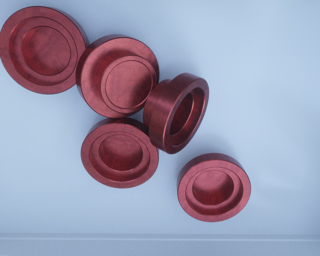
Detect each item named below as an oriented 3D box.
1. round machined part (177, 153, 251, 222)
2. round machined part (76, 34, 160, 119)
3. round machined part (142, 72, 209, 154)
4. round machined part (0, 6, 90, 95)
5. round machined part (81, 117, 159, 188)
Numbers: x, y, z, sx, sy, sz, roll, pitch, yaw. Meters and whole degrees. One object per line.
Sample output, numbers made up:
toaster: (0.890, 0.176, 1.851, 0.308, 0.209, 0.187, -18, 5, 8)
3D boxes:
round machined part: (0.072, 0.079, 0.432, 0.099, 0.042, 0.097, 0, 110, -1)
round machined part: (-0.043, -0.056, 0.359, 0.099, 0.042, 0.097, -14, 120, -25)
round machined part: (0.016, -0.021, 0.375, 0.042, 0.099, 0.097, 27, 112, 26)
round machined part: (-0.131, -0.092, 0.367, 0.099, 0.042, 0.097, 0, 110, -1)
round machined part: (-0.050, 0.028, 0.408, 0.099, 0.042, 0.097, 0, 117, 1)
